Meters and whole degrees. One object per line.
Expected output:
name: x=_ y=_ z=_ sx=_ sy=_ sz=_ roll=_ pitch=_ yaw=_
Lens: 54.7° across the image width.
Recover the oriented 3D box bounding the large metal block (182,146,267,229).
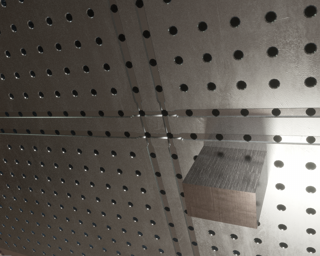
large metal block: x=0.082 y=0.067 z=0.373 sx=0.080 sy=0.080 sz=0.050 roll=3 pitch=120 yaw=26
